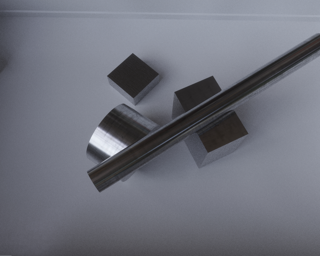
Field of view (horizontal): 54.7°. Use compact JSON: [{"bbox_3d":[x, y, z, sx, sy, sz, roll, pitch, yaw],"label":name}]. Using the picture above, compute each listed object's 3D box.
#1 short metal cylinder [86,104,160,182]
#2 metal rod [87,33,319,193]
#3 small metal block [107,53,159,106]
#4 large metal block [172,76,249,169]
[{"bbox_3d":[-0.043,0.018,0.374,0.050,0.080,0.080,32,73,11],"label":"short metal cylinder"},{"bbox_3d":[0.061,-0.023,0.333,0.301,0.025,0.025,-31,73,-11],"label":"metal rod"},{"bbox_3d":[-0.037,-0.068,0.434,0.050,0.025,0.050,41,75,13],"label":"small metal block"},{"bbox_3d":[0.056,-0.004,0.383,0.050,0.080,0.080,-24,72,-9],"label":"large metal block"}]
